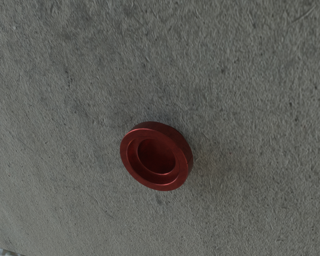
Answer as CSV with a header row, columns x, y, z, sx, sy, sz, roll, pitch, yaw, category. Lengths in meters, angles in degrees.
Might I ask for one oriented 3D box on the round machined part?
x,y,z,sx,sy,sz,roll,pitch,yaw,category
-0.001,0.033,0.418,0.098,0.042,0.097,13,124,21,round machined part
